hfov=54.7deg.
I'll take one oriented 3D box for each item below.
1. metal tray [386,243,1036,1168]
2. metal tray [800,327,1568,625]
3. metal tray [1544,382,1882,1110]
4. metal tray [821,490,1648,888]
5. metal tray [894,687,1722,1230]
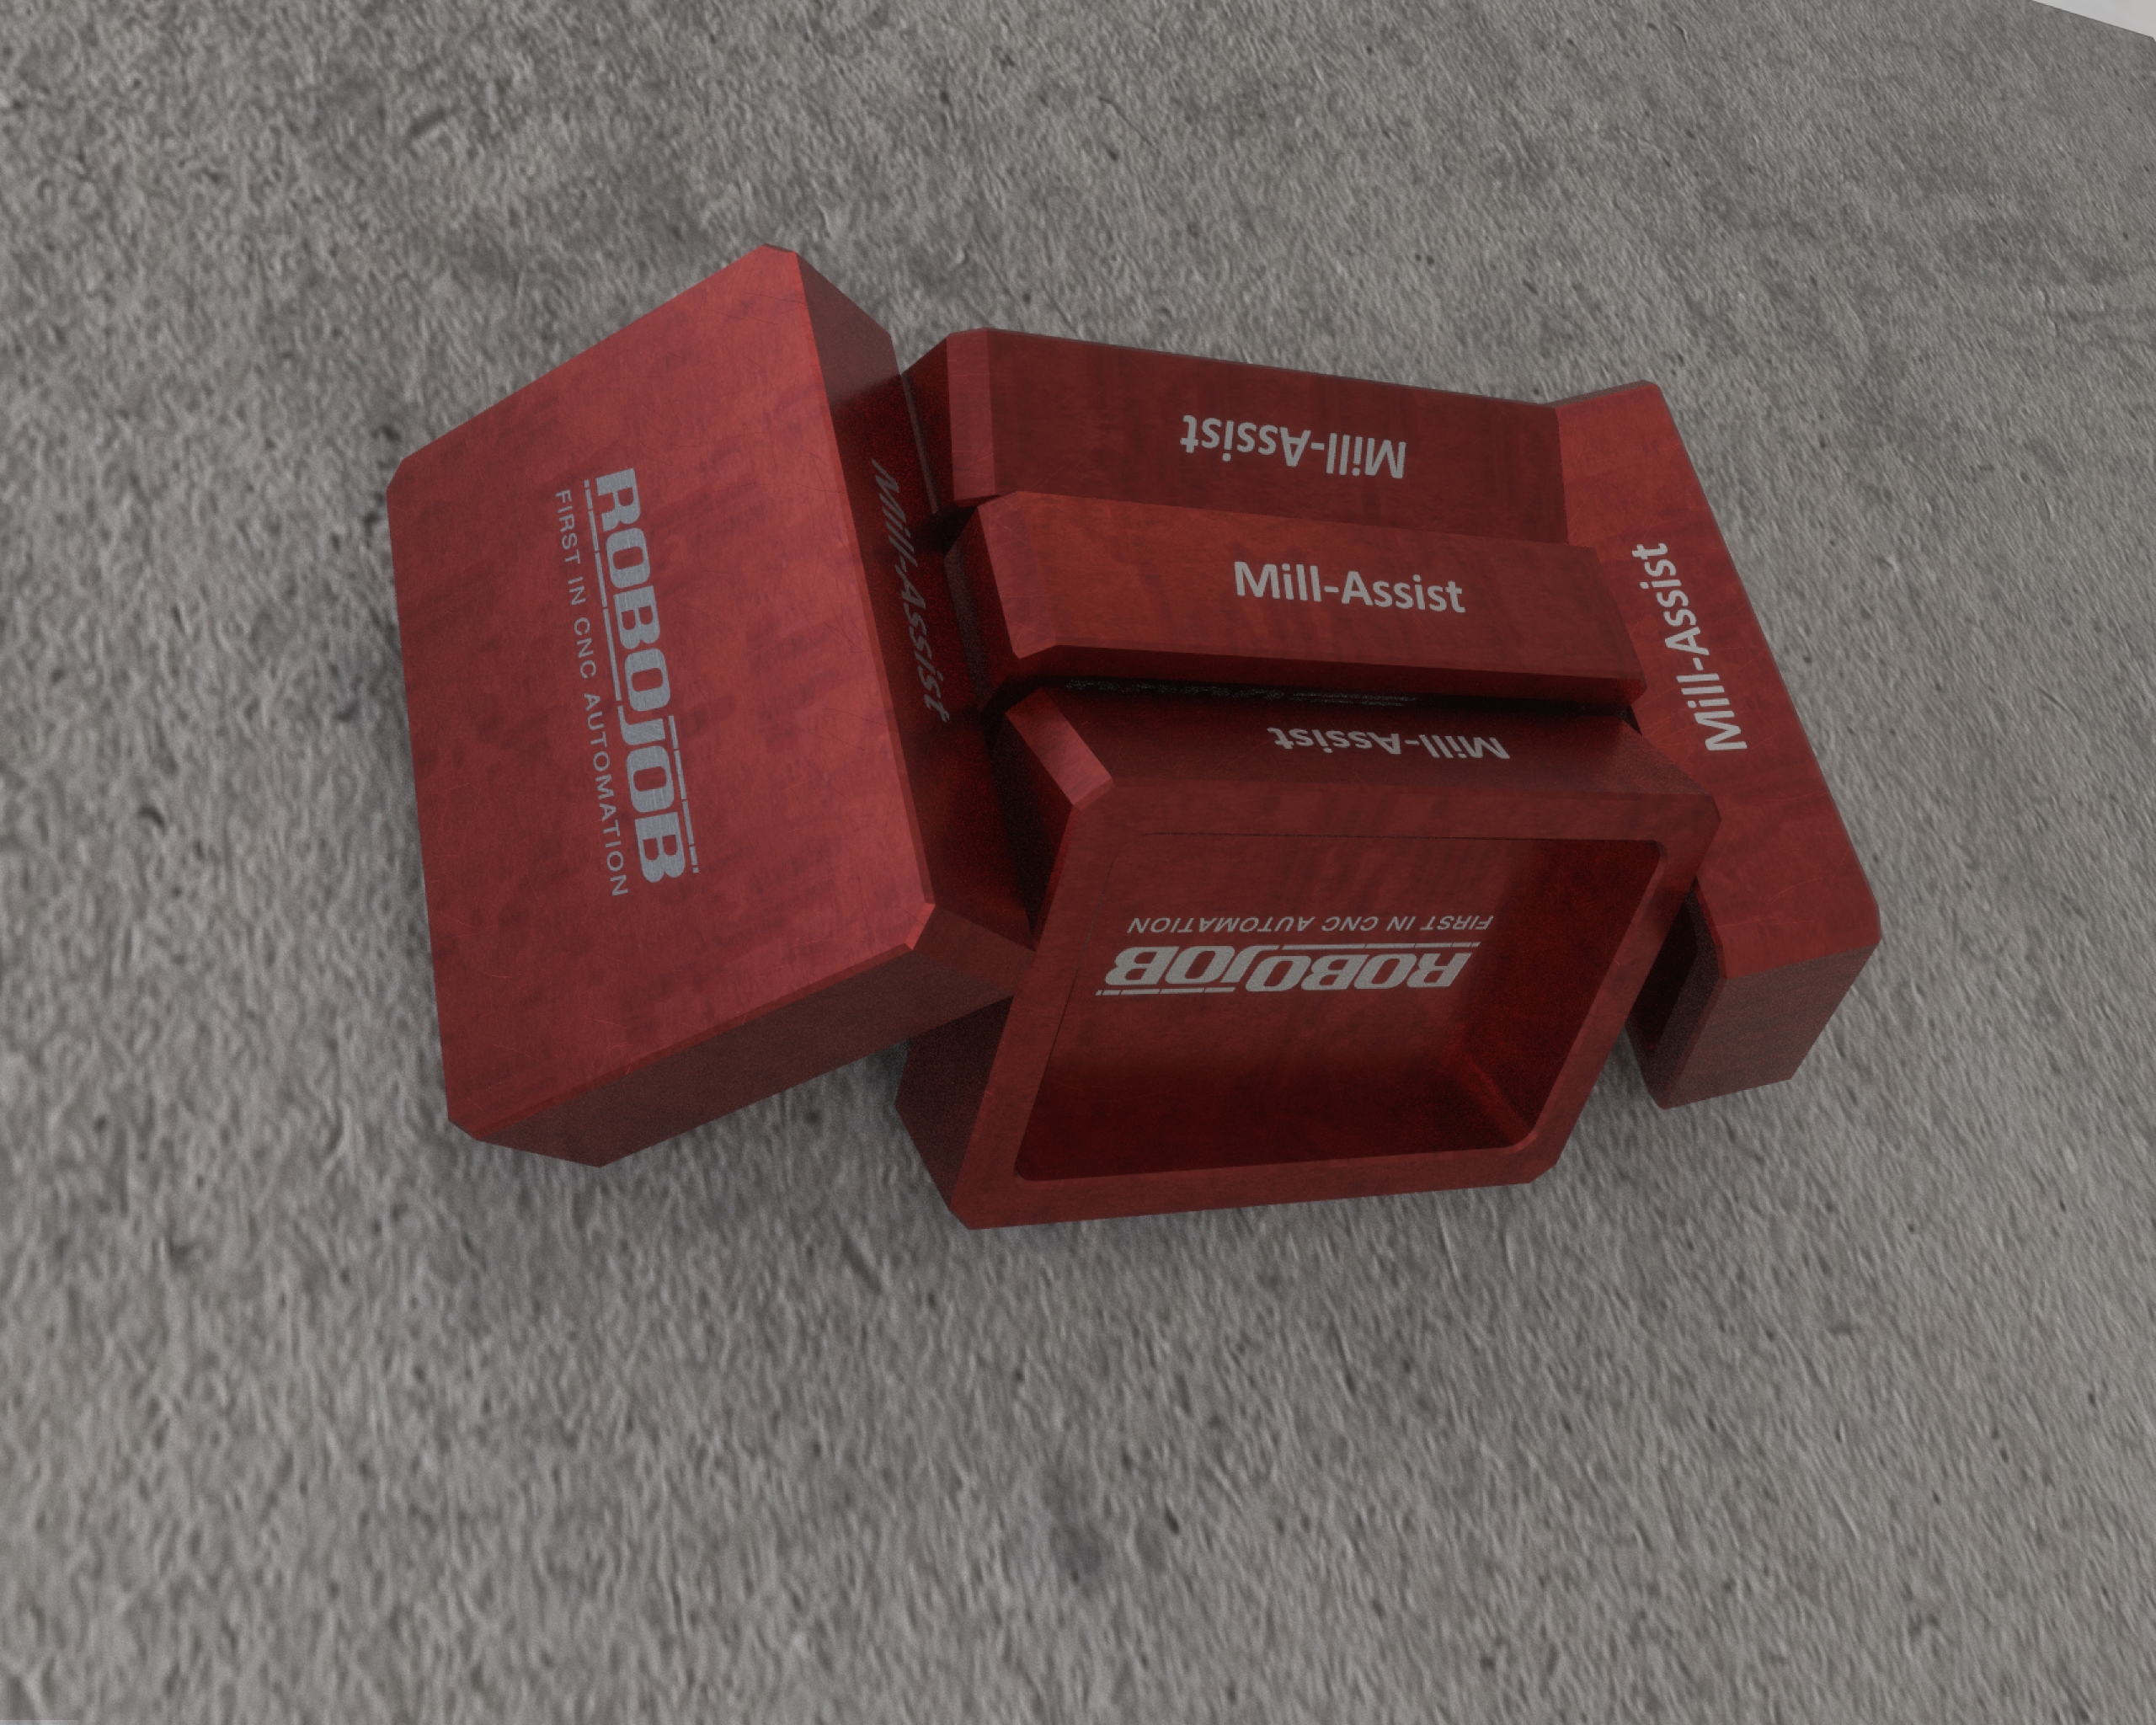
[{"bbox_3d":[-0.065,-0.026,0.342,0.030,0.090,0.130,31,40,-57],"label":"metal tray"},{"bbox_3d":[0.018,-0.068,0.409,0.131,0.090,0.030,0,83,-28],"label":"metal tray"},{"bbox_3d":[0.121,-0.023,0.439,0.030,0.090,0.130,-14,65,1],"label":"metal tray"},{"bbox_3d":[0.028,-0.026,0.392,0.131,0.090,0.030,0,62,-28],"label":"metal tray"},{"bbox_3d":[0.041,0.018,0.371,0.131,0.089,0.030,1,33,-28],"label":"metal tray"}]
